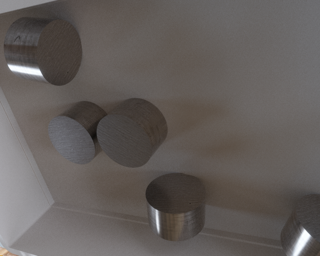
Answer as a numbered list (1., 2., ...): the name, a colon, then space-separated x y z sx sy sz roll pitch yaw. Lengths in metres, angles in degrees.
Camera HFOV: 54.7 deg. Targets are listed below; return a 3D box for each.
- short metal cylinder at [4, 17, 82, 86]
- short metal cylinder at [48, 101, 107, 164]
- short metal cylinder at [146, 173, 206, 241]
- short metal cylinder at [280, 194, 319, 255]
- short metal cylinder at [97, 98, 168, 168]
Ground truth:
1. short metal cylinder: -0.144 -0.096 0.390 0.050 0.080 0.079 12 124 21
2. short metal cylinder: -0.115 0.007 0.458 0.080 0.050 0.079 13 124 21
3. short metal cylinder: 0.022 0.107 0.428 0.080 0.080 0.050 10 123 23
4. short metal cylinder: 0.186 0.122 0.351 0.080 0.080 0.050 20 126 16
5. short metal cylinder: -0.037 0.006 0.416 0.080 0.050 0.079 13 124 21
